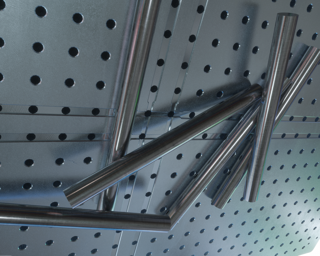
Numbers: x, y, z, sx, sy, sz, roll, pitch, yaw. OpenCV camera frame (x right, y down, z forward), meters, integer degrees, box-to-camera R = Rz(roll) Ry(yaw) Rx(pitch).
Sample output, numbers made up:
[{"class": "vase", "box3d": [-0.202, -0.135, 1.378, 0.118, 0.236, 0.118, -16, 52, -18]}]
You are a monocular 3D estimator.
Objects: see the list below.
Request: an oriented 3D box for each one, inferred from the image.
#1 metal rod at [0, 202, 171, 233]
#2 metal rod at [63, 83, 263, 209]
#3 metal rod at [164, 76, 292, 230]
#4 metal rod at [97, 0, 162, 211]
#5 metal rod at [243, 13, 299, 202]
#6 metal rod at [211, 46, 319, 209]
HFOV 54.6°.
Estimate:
[{"class": "metal rod", "box3d": [-0.123, 0.112, 0.389, 0.302, 0.025, 0.025, 12, 112, -26]}, {"class": "metal rod", "box3d": [0.019, 0.014, 0.407, 0.302, 0.025, 0.025, -29, 129, -19]}, {"class": "metal rod", "box3d": [0.098, 0.042, 0.489, 0.025, 0.025, 0.299, 29, 102, -38]}, {"class": "metal rod", "box3d": [-0.043, -0.013, 0.379, 0.025, 0.025, 0.298, 0, 118, -29]}, {"class": "metal rod", "box3d": [0.155, -0.010, 0.454, 0.025, 0.025, 0.298, -13, 123, -21]}, {"class": "metal rod", "box3d": [0.169, 0.009, 0.507, 0.025, 0.025, 0.298, 16, 110, -35]}]
